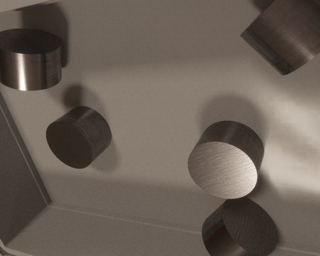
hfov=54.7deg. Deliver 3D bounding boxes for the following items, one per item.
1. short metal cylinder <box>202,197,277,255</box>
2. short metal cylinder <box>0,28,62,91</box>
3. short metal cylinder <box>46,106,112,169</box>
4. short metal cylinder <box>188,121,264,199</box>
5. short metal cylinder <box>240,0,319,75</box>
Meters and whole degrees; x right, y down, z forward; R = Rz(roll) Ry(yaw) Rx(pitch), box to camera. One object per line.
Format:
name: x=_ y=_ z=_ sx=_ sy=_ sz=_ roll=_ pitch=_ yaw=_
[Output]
short metal cylinder: x=0.102 y=0.136 z=0.403 sx=0.080 sy=0.080 sz=0.050 roll=35 pitch=129 yaw=4
short metal cylinder: x=-0.171 y=-0.091 z=0.405 sx=0.080 sy=0.080 sz=0.050 roll=23 pitch=127 yaw=14
short metal cylinder: x=-0.120 y=0.014 z=0.462 sx=0.080 sy=0.050 sz=0.079 roll=13 pitch=124 yaw=20
short metal cylinder: x=0.080 y=0.038 z=0.373 sx=0.080 sy=0.050 sz=0.079 roll=13 pitch=124 yaw=20
short metal cylinder: x=0.114 y=-0.090 z=0.257 sx=0.050 sy=0.080 sz=0.080 roll=43 pitch=129 yaw=-2
